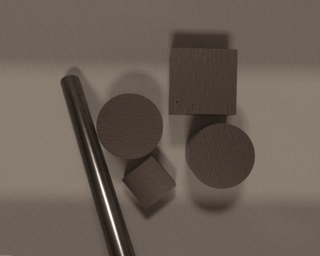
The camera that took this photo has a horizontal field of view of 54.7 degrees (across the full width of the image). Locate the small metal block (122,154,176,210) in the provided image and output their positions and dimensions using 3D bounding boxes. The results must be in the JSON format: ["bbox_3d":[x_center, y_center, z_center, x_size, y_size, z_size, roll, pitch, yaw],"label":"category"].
[{"bbox_3d":[-0.014,0.070,0.411,0.050,0.025,0.050,-39,91,0],"label":"small metal block"}]

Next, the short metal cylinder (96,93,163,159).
[{"bbox_3d":[-0.037,-0.002,0.398,0.081,0.050,0.079,0,90,-1],"label":"short metal cylinder"}]

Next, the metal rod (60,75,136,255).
[{"bbox_3d":[-0.067,0.063,0.349,0.025,0.025,0.299,-23,65,0],"label":"metal rod"}]

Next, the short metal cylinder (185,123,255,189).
[{"bbox_3d":[0.075,0.034,0.400,0.081,0.050,0.079,0,90,-1],"label":"short metal cylinder"}]

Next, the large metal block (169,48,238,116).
[{"bbox_3d":[0.053,-0.057,0.400,0.081,0.050,0.079,1,90,-1],"label":"large metal block"}]
